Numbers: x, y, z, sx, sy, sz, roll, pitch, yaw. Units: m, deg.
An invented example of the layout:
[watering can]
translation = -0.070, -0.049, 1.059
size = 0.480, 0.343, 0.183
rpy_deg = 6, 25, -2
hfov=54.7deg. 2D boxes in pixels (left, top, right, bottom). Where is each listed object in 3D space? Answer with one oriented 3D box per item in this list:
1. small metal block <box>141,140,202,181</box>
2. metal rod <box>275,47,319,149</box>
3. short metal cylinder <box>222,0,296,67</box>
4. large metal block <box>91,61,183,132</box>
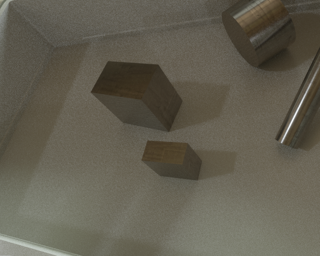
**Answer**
[small metal block]
translation = 0.015, 0.038, 0.358
size = 0.050, 0.050, 0.025
rpy_deg = 2, 63, 29
[metal rod]
translation = 0.187, -0.119, 0.294
size = 0.025, 0.025, 0.298
rpy_deg = 32, 107, 37
[short metal cylinder]
translation = 0.120, -0.123, 0.382
size = 0.050, 0.080, 0.080
rpy_deg = -33, 52, 6
[large metal block]
translation = -0.028, -0.041, 0.409
size = 0.080, 0.080, 0.050
rpy_deg = 11, 68, 32
